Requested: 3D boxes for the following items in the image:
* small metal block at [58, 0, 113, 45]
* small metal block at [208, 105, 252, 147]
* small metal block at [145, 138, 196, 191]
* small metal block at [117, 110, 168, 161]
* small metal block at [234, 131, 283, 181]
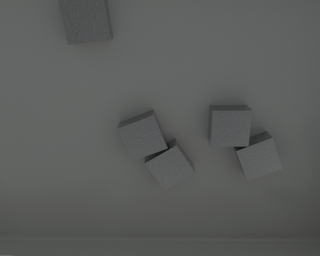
[{"bbox_3d":[-0.085,-0.127,0.363,0.050,0.025,0.050,-6,110,2],"label":"small metal block"},{"bbox_3d":[0.092,-0.003,0.412,0.050,0.025,0.050,-1,110,-1],"label":"small metal block"},{"bbox_3d":[0.014,0.050,0.430,0.050,0.025,0.050,-31,108,10],"label":"small metal block"},{"bbox_3d":[-0.022,0.010,0.415,0.050,0.025,0.050,-21,109,7],"label":"small metal block"},{"bbox_3d":[0.134,0.039,0.428,0.050,0.025,0.050,-22,109,7],"label":"small metal block"}]
